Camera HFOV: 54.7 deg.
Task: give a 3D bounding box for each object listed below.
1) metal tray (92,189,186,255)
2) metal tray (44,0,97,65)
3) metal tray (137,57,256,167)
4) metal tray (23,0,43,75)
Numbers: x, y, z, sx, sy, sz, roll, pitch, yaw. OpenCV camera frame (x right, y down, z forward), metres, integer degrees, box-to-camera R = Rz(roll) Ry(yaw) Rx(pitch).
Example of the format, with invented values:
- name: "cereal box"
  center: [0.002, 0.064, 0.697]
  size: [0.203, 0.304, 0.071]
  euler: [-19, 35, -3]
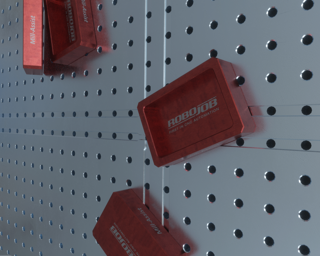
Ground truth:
- name: "metal tray"
  center: [-0.034, 0.161, 0.432]
  size: [0.130, 0.030, 0.089]
  euler: [43, 115, 31]
- name: "metal tray"
  center: [-0.157, -0.185, 0.532]
  size: [0.090, 0.030, 0.129]
  euler: [-16, 80, 38]
- name: "metal tray"
  center: [0.037, -0.014, 0.374]
  size: [0.130, 0.030, 0.090]
  euler: [-27, 73, 36]
- name: "metal tray"
  center: [-0.230, -0.167, 0.564]
  size: [0.090, 0.030, 0.129]
  euler: [-175, 86, -70]
